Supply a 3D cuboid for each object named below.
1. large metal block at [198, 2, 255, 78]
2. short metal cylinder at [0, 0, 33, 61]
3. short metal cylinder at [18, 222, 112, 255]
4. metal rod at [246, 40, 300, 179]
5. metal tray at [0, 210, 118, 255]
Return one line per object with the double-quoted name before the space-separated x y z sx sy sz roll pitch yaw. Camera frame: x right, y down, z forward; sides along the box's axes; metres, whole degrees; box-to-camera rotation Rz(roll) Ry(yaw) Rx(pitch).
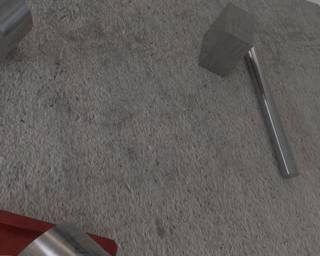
"large metal block" 0.110 -0.146 0.517 0.050 0.080 0.080 24 53 -14
"short metal cylinder" -0.191 -0.120 0.339 0.080 0.080 0.050 28 52 -11
"short metal cylinder" -0.075 0.119 0.231 0.050 0.079 0.080 33 49 19
"metal rod" 0.182 -0.059 0.537 0.025 0.025 0.299 8 58 -24
"metal tray" -0.110 0.128 0.262 0.131 0.030 0.090 21 54 -16
